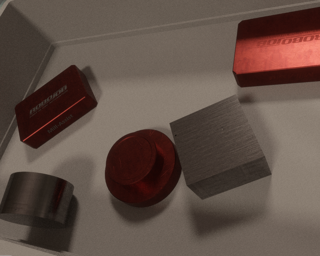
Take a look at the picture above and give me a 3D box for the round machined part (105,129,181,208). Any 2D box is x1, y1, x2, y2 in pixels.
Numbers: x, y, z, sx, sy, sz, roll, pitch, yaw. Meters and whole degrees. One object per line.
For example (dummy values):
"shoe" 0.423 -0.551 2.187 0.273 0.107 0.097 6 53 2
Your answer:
"round machined part" -0.027 0.044 0.381 0.098 0.042 0.098 -13 56 20

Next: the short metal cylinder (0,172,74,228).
"short metal cylinder" -0.155 0.093 0.393 0.080 0.080 0.050 -8 59 24

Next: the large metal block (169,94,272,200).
"large metal block" 0.065 0.022 0.342 0.080 0.050 0.080 -24 53 13

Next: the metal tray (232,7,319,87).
"metal tray" 0.161 -0.099 0.379 0.130 0.030 0.090 -1 61 27

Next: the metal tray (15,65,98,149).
"metal tray" -0.175 -0.037 0.515 0.130 0.030 0.090 -35 52 5
